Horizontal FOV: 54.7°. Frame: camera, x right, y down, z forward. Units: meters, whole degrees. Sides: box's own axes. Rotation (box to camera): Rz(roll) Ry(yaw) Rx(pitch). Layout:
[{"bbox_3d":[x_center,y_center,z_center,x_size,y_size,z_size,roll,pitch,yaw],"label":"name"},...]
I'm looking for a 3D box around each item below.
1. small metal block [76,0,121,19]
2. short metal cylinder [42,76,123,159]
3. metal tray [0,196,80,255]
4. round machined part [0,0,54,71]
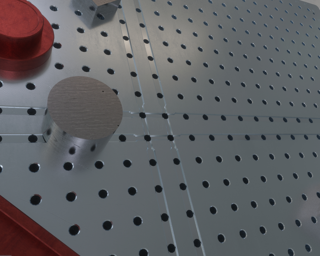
[{"bbox_3d":[-0.097,-0.202,0.479,0.050,0.025,0.050,48,51,5],"label":"small metal block"},{"bbox_3d":[-0.089,-0.012,0.352,0.081,0.050,0.080,14,56,-21],"label":"short metal cylinder"},{"bbox_3d":[-0.137,0.119,0.258,0.130,0.030,0.090,39,51,-2],"label":"metal tray"},{"bbox_3d":[-0.179,-0.121,0.375,0.099,0.042,0.098,14,56,-21],"label":"round machined part"}]
